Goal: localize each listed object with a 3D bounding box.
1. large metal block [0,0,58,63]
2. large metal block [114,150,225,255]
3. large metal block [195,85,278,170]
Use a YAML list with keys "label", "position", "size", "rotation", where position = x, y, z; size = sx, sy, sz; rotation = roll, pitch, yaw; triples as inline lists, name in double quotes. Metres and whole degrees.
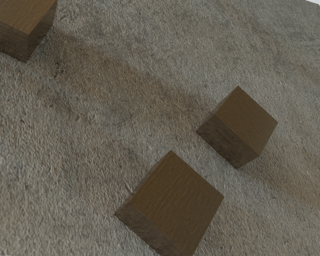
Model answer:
- label: "large metal block"
  position: [-0.182, -0.138, 0.374]
  size: [0.080, 0.050, 0.080]
  rotation: [25, 53, -13]
- label: "large metal block"
  position: [0.011, 0.085, 0.341]
  size: [0.080, 0.050, 0.080]
  rotation: [42, 51, 0]
- label: "large metal block"
  position: [0.112, -0.001, 0.449]
  size: [0.080, 0.050, 0.080]
  rotation: [43, 51, 1]
